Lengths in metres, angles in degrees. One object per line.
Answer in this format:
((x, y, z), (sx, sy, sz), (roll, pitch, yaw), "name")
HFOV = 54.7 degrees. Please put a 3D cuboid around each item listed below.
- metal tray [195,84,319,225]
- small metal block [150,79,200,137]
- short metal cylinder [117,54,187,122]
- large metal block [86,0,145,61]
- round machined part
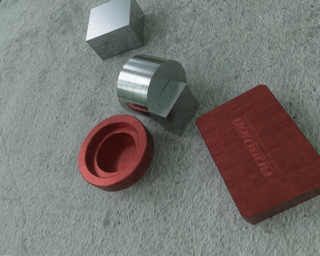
((0.104, 0.024, 0.331), (0.090, 0.030, 0.130), (-29, 52, 9), "metal tray")
((0.020, -0.025, 0.391), (0.025, 0.050, 0.050), (21, 73, 35), "small metal block")
((-0.009, -0.052, 0.404), (0.050, 0.080, 0.080), (20, 72, 35), "short metal cylinder")
((-0.074, -0.173, 0.531), (0.080, 0.050, 0.080), (-14, 56, 20), "large metal block")
((-0.051, 0.035, 0.397), (0.098, 0.042, 0.098), (-13, 56, 20), "round machined part")
